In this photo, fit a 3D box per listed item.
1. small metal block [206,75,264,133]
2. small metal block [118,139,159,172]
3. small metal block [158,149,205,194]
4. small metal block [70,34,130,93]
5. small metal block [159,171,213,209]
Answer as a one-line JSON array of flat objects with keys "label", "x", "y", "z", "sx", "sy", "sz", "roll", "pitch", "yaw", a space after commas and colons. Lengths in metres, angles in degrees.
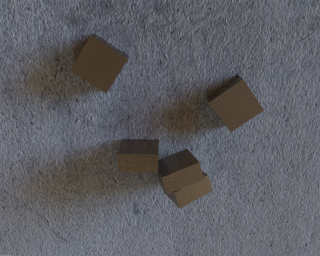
[{"label": "small metal block", "x": 0.096, "y": -0.031, "z": 0.399, "sx": 0.050, "sy": 0.025, "sz": 0.050, "roll": -36, "pitch": 107, "yaw": 12}, {"label": "small metal block", "x": -0.027, "y": 0.036, "z": 0.409, "sx": 0.050, "sy": 0.050, "sz": 0.025, "roll": 1, "pitch": 110, "yaw": 0}, {"label": "small metal block", "x": 0.024, "y": 0.055, "z": 0.405, "sx": 0.050, "sy": 0.050, "sz": 0.025, "roll": -21, "pitch": 110, "yaw": -7}, {"label": "small metal block", "x": -0.073, "y": -0.079, "z": 0.380, "sx": 0.050, "sy": 0.025, "sz": 0.050, "roll": 32, "pitch": 107, "yaw": -11}, {"label": "small metal block", "x": 0.034, "y": 0.076, "z": 0.416, "sx": 0.050, "sy": 0.050, "sz": 0.025, "roll": -25, "pitch": 111, "yaw": -16}]
